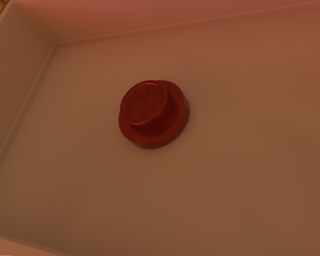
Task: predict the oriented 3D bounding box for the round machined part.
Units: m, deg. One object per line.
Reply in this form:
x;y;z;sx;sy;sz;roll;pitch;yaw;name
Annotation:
-0.014;-0.025;0.414;0.098;0.042;0.098;-13;56;21;round machined part
